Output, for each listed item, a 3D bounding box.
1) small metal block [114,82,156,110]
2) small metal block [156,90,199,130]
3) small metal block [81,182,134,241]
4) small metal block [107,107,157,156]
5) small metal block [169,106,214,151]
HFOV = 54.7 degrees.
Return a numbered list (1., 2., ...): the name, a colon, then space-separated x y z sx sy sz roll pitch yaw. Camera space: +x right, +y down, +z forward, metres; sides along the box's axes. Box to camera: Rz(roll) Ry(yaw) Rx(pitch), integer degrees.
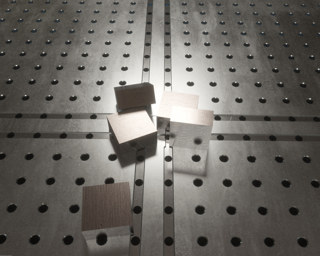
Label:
1. small metal block: -0.036 -0.046 0.429 0.050 0.025 0.050 -10 14 -9
2. small metal block: 0.025 -0.023 0.427 0.050 0.025 0.050 9 51 7
3. small metal block: -0.056 0.088 0.333 0.050 0.025 0.050 -6 50 -5
4. small metal block: -0.037 0.002 0.406 0.050 0.025 0.050 -19 53 -16
5. small metal block: 0.039 0.001 0.391 0.050 0.050 0.025 7 51 5
